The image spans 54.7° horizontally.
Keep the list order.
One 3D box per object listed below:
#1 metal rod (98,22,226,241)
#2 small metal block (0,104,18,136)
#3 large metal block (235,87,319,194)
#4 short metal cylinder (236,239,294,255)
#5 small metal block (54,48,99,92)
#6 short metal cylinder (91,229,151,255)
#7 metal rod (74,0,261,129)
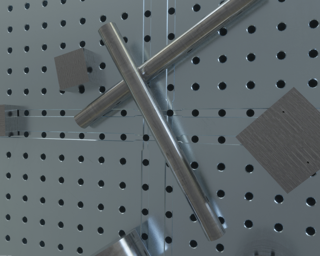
[{"bbox_3d":[0.001,0.003,0.394,0.025,0.025,0.299,-29,88,18],"label":"metal rod"},{"bbox_3d":[-0.262,-0.011,0.505,0.050,0.025,0.050,-2,89,20],"label":"small metal block"},{"bbox_3d":[0.146,0.013,0.348,0.080,0.050,0.080,-44,77,15],"label":"large metal block"},{"bbox_3d":[0.122,0.177,0.356,0.080,0.050,0.080,0,90,20],"label":"short metal cylinder"},{"bbox_3d":[-0.123,-0.084,0.456,0.050,0.025,0.050,-13,86,19],"label":"small metal block"},{"bbox_3d":[-0.054,0.175,0.402,0.080,0.080,0.050,-34,79,17],"label":"short metal cylinder"},{"bbox_3d":[0.003,-0.090,0.411,0.300,0.025,0.025,-34,79,16],"label":"metal rod"}]
